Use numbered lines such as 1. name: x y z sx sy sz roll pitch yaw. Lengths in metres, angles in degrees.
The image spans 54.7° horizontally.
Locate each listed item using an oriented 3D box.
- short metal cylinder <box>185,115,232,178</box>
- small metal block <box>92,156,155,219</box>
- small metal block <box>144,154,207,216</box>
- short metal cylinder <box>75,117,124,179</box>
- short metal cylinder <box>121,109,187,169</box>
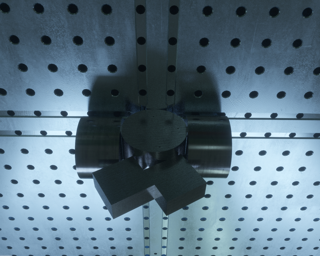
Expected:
1. short metal cylinder: 0.058 0.024 0.395 0.050 0.080 0.079 1 130 0
2. small metal block: -0.040 0.064 0.343 0.050 0.050 0.025 -21 135 -24
3. small metal block: 0.016 0.062 0.347 0.050 0.050 0.025 -20 135 -24
4. short metal cylinder: -0.073 0.025 0.395 0.050 0.080 0.079 1 130 -1
5. short metal cylinder: -0.007 0.020 0.392 0.081 0.080 0.050 1 130 -1
